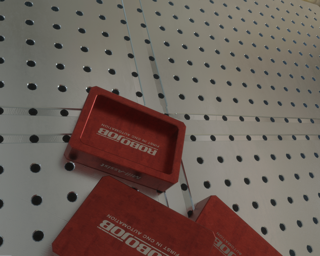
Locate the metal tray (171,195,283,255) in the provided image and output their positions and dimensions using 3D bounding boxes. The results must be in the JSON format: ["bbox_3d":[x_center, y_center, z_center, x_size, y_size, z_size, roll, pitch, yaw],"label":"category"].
[{"bbox_3d":[0.082,0.153,0.355,0.130,0.030,0.090,42,51,1],"label":"metal tray"}]

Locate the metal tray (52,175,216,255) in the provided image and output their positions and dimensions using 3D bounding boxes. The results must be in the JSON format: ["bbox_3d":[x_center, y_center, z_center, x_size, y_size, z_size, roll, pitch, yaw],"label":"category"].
[{"bbox_3d":[-0.023,0.114,0.299,0.130,0.030,0.090,26,50,10],"label":"metal tray"}]

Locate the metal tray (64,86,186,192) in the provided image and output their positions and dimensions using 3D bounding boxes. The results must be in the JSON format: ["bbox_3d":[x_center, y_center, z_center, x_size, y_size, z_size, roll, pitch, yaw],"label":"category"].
[{"bbox_3d":[-0.037,0.013,0.376,0.131,0.030,0.090,22,54,-15],"label":"metal tray"}]
